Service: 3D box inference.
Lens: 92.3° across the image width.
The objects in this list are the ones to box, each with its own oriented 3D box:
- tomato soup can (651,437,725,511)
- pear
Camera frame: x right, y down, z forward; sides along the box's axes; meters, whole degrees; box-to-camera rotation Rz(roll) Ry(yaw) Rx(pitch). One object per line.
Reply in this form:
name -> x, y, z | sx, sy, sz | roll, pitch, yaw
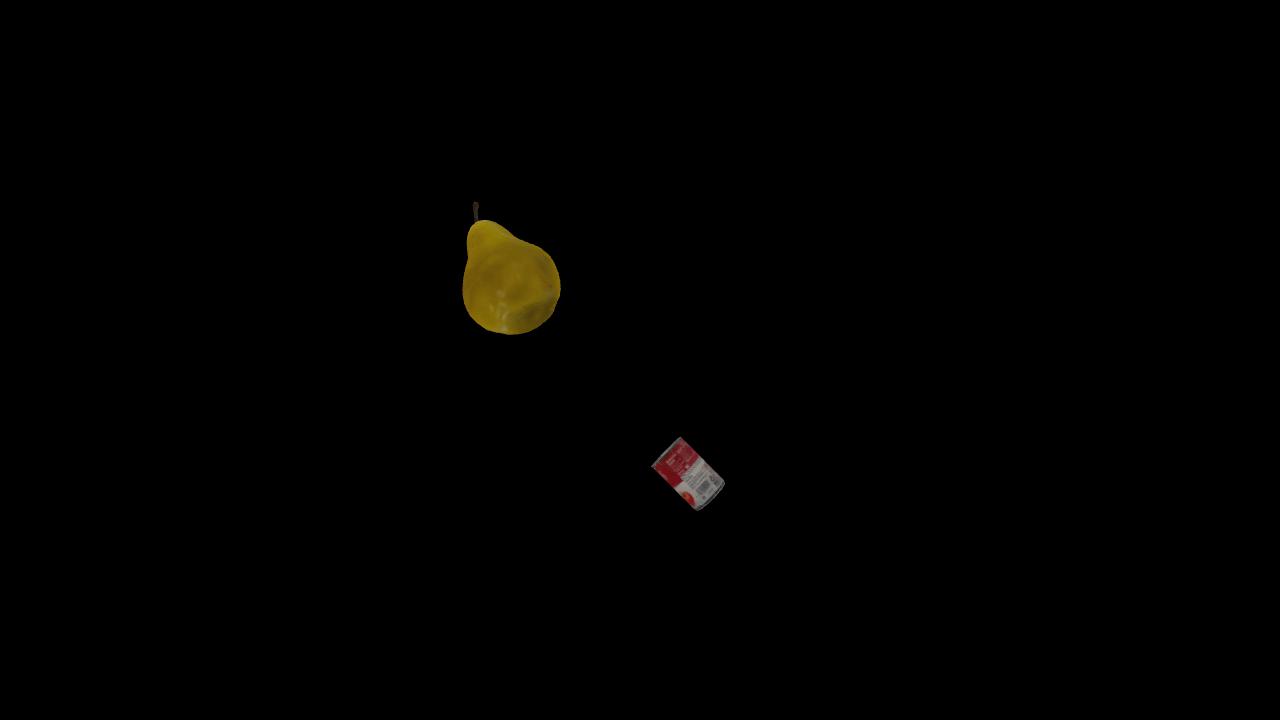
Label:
tomato soup can -> 0.077, 0.181, 0.977 | 0.101, 0.068, 0.068 | 44, 4, 5
pear -> -0.114, -0.074, 0.489 | 0.080, 0.111, 0.080 | -33, -22, -15
